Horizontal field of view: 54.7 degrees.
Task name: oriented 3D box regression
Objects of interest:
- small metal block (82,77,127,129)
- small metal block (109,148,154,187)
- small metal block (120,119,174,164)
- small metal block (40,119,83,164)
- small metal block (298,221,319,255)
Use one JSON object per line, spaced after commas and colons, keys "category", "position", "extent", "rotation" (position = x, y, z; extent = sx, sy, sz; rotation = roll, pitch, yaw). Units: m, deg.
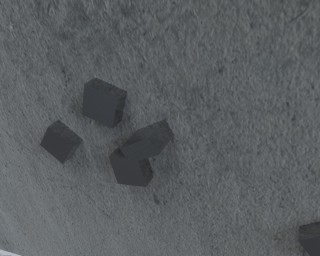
{"category": "small metal block", "position": [-0.077, -0.034, 0.424], "extent": [0.050, 0.025, 0.050], "rotation": [25, 127, 12]}
{"category": "small metal block", "position": [-0.043, 0.058, 0.464], "extent": [0.050, 0.025, 0.050], "rotation": [1, 119, 27]}
{"category": "small metal block", "position": [-0.016, 0.018, 0.409], "extent": [0.050, 0.050, 0.025], "rotation": [-20, 108, 35]}
{"category": "small metal block", "position": [-0.161, 0.023, 0.504], "extent": [0.050, 0.025, 0.050], "rotation": [40, 129, 0]}
{"category": "small metal block", "position": [0.210, 0.143, 0.385], "extent": [0.050, 0.025, 0.050], "rotation": [-33, 100, 38]}
